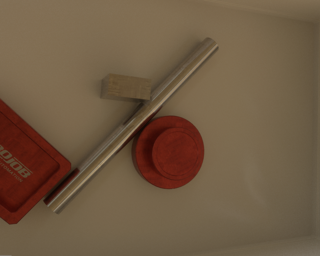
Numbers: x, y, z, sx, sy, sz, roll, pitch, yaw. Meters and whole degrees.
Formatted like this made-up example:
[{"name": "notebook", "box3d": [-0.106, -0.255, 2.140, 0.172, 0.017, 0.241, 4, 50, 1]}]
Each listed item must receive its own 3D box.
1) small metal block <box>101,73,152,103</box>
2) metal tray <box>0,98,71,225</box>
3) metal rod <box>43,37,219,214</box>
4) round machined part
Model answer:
[{"name": "small metal block", "box3d": [-0.043, -0.048, 0.382, 0.050, 0.050, 0.025, 5, 89, -20]}, {"name": "metal tray", "box3d": [-0.177, 0.030, 0.342, 0.130, 0.030, 0.090, 47, 75, -15]}, {"name": "metal rod", "box3d": [-0.027, -0.013, 0.401, 0.301, 0.025, 0.025, -46, 105, -14]}, {"name": "round machined part", "box3d": [0.016, 0.032, 0.408, 0.099, 0.042, 0.097, 0, 90, -21]}]
